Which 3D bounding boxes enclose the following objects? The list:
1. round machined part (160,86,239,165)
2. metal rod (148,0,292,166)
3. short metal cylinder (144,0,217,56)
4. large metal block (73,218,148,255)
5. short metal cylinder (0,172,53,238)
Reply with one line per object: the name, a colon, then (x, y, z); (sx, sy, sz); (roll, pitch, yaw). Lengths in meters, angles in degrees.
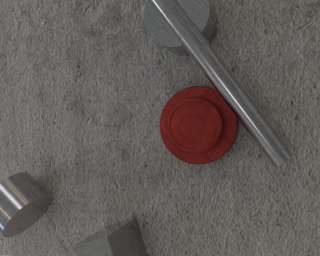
round machined part: (0.045, -0.003, 0.384); (0.098, 0.042, 0.097); (0, 90, 20)
metal rod: (0.050, -0.081, 0.345); (0.025, 0.025, 0.300); (-37, 96, 16)
short metal cylinder: (0.027, -0.135, 0.386); (0.080, 0.050, 0.080); (0, 90, 19)
large metal block: (-0.057, 0.172, 0.400); (0.050, 0.080, 0.080); (-22, 83, 19)
short metal cylinder: (-0.207, 0.111, 0.453); (0.050, 0.080, 0.080); (40, 103, 15)
